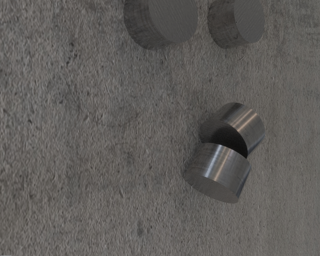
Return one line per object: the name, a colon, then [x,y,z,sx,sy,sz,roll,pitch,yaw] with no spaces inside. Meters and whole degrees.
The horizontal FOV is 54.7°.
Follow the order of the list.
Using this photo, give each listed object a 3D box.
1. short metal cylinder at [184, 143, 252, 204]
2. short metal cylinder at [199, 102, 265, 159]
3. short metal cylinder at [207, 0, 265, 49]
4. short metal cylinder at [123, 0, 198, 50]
short metal cylinder: [0.081,0.064,0.437,0.080,0.080,0.050,44,63,-31]
short metal cylinder: [0.106,0.009,0.458,0.050,0.080,0.080,-38,114,-33]
short metal cylinder: [0.121,-0.170,0.489,0.081,0.050,0.080,0,90,-40]
short metal cylinder: [0.002,-0.142,0.389,0.081,0.050,0.080,0,90,-40]
